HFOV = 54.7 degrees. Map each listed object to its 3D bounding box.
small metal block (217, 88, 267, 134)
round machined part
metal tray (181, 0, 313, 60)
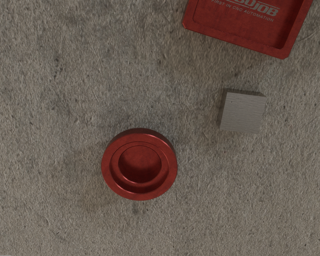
[{"bbox_3d":[0.105,-0.022,0.403,0.050,0.025,0.050,7,110,-3],"label":"small metal block"},{"bbox_3d":[-0.027,0.045,0.417,0.099,0.042,0.097,0,110,0],"label":"round machined part"},{"bbox_3d":[0.099,-0.141,0.355,0.131,0.030,0.089,16,109,-6],"label":"metal tray"}]
